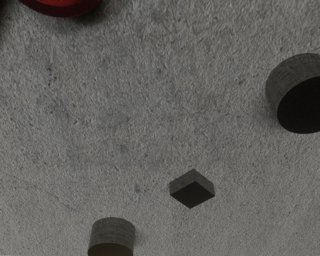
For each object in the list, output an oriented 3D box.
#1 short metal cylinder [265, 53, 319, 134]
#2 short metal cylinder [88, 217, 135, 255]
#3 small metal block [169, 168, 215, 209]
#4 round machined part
[{"bbox_3d":[0.170,-0.039,0.359,0.081,0.050,0.079,0,130,0],"label":"short metal cylinder"},{"bbox_3d":[-0.088,0.208,0.567,0.081,0.050,0.079,0,130,0],"label":"short metal cylinder"},{"bbox_3d":[0.051,0.097,0.491,0.050,0.025,0.050,-35,122,26],"label":"small metal block"},{"bbox_3d":[-0.089,-0.151,0.267,0.099,0.042,0.097,0,130,0],"label":"round machined part"}]
